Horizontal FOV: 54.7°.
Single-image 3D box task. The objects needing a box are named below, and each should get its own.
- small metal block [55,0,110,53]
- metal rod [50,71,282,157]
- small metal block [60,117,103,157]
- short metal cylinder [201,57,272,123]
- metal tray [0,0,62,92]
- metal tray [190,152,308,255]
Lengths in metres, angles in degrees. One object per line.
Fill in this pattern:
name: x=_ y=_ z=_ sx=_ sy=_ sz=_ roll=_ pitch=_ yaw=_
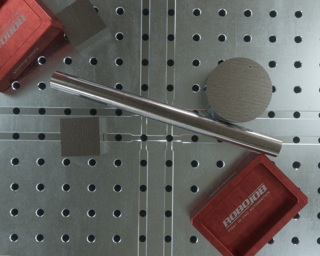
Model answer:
small metal block: x=-0.103 y=-0.138 z=0.412 sx=0.050 sy=0.025 sz=0.050 roll=-34 pitch=90 yaw=0
metal rod: x=0.004 y=-0.020 z=0.399 sx=0.301 sy=0.025 sz=0.025 roll=17 pitch=90 yaw=5
small metal block: x=-0.103 y=0.011 z=0.412 sx=0.050 sy=0.025 sz=0.050 roll=-2 pitch=90 yaw=0
short metal cylinder: x=0.097 y=-0.046 z=0.401 sx=0.081 sy=0.050 sz=0.080 roll=0 pitch=90 yaw=0
metal tray: x=-0.202 y=-0.119 z=0.396 sx=0.130 sy=0.030 sz=0.090 roll=-42 pitch=90 yaw=11
metal tray: x=0.115 y=0.106 z=0.411 sx=0.130 sy=0.030 sz=0.090 roll=-44 pitch=90 yaw=0
